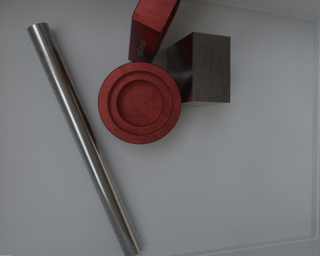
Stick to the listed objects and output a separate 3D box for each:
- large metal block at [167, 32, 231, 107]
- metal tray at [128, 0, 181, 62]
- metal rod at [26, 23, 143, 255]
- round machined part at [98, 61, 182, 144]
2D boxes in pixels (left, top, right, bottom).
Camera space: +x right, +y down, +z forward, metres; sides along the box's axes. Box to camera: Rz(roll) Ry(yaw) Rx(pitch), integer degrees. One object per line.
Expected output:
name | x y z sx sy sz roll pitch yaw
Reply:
large metal block | 0.047 -0.070 0.400 0.050 0.080 0.079 0 90 -21
metal tray | -0.002 -0.129 0.353 0.030 0.130 0.090 26 81 -4
metal rod | -0.088 0.021 0.378 0.025 0.025 0.298 -24 98 -19
round machined part | -0.025 -0.031 0.384 0.099 0.042 0.097 -1 95 -6
